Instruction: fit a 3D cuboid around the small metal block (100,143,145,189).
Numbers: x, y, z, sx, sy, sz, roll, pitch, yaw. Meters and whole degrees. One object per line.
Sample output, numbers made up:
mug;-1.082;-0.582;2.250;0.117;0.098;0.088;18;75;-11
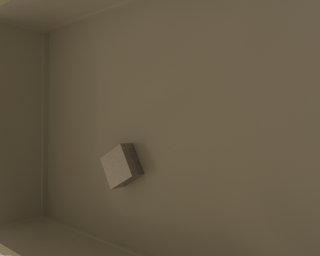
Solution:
small metal block;-0.056;0.056;0.454;0.050;0.025;0.050;-35;68;34
